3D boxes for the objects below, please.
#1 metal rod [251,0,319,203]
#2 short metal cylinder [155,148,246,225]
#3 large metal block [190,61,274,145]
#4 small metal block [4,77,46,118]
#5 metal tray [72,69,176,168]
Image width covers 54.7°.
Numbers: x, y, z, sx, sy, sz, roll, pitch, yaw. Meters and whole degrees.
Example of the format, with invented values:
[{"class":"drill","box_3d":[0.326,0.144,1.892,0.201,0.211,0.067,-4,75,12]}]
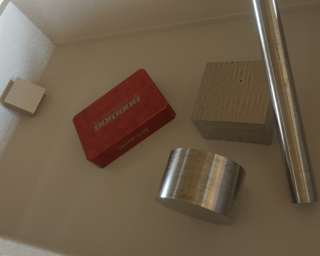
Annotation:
[{"class":"metal rod","box_3d":[0.117,-0.077,0.315,0.025,0.025,0.298,-11,81,22]},{"class":"short metal cylinder","box_3d":[0.041,0.060,0.311,0.080,0.080,0.050,6,65,30]},{"class":"large metal block","box_3d":[0.091,-0.030,0.360,0.080,0.050,0.080,5,64,30]},{"class":"small metal block","box_3d":[-0.235,-0.053,0.540,0.025,0.050,0.050,-33,37,61]},{"class":"metal tray","box_3d":[-0.054,-0.015,0.439,0.130,0.030,0.090,-35,51,4]}]
